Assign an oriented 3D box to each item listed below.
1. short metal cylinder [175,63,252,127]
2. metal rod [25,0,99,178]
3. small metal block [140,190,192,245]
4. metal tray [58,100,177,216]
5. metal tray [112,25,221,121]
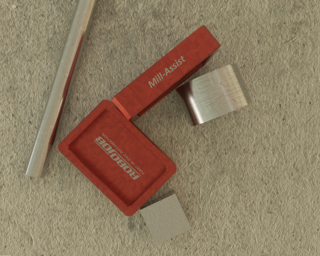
[{"bbox_3d":[0.066,-0.040,0.383,0.080,0.080,0.050,-23,90,0],"label":"short metal cylinder"},{"bbox_3d":[-0.121,-0.081,0.408,0.025,0.025,0.298,17,90,-1],"label":"metal rod"},{"bbox_3d":[0.007,0.117,0.410,0.050,0.025,0.050,-25,90,-1],"label":"small metal block"},{"bbox_3d":[-0.054,0.038,0.406,0.130,0.030,0.090,45,90,-1],"label":"metal tray"},{"bbox_3d":[0.007,-0.061,0.377,0.130,0.090,0.030,-39,90,0],"label":"metal tray"}]
